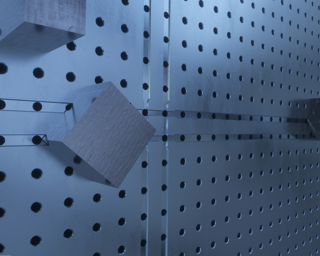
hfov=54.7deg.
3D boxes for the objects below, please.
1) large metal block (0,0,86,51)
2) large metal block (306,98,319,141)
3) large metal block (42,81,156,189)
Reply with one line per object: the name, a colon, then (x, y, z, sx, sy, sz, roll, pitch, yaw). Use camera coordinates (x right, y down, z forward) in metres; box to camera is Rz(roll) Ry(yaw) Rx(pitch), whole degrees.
large metal block: (-0.109, -0.121, 0.283, 0.050, 0.080, 0.079, 1, 89, -40)
large metal block: (0.389, -0.019, 0.724, 0.080, 0.050, 0.080, 23, 75, -38)
large metal block: (-0.064, 0.007, 0.341, 0.080, 0.050, 0.080, 48, 61, -30)
